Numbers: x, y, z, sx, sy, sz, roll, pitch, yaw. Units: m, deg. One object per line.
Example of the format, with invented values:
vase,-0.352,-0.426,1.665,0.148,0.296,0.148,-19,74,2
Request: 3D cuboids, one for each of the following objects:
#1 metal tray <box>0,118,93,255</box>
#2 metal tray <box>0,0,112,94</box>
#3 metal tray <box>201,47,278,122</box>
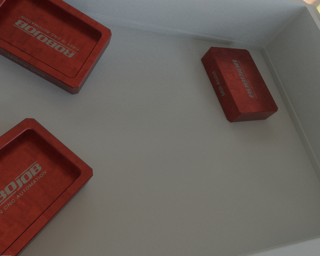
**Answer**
metal tray,-0.139,0.061,0.290,0.090,0.030,0.131,41,51,0
metal tray,-0.137,-0.112,0.376,0.131,0.030,0.090,30,74,-10
metal tray,0.133,-0.075,0.522,0.091,0.030,0.130,-5,64,-31
